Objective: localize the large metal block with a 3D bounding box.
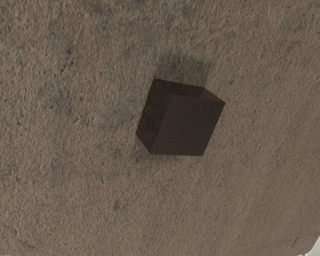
[{"bbox_3d":[0.025,-0.012,0.399,0.081,0.050,0.079,5,116,-31],"label":"large metal block"}]
